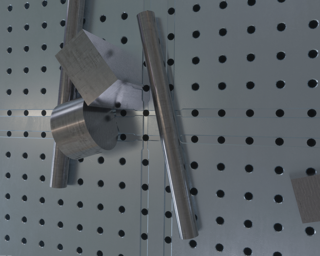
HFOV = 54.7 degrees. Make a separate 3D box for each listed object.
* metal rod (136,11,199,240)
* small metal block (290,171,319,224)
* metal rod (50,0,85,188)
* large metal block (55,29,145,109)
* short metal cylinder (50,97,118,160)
[{"bbox_3d":[0.009,-0.007,0.409,0.025,0.025,0.298,-12,86,19],"label":"metal rod"},{"bbox_3d":[0.180,0.076,0.349,0.050,0.025,0.050,-15,85,19],"label":"small metal block"},{"bbox_3d":[-0.137,-0.060,0.460,0.025,0.025,0.298,7,92,20],"label":"metal rod"},{"bbox_3d":[-0.076,-0.073,0.410,0.050,0.080,0.080,-39,78,16],"label":"large metal block"},{"bbox_3d":[-0.100,-0.002,0.418,0.050,0.080,0.080,-17,84,19],"label":"short metal cylinder"}]
